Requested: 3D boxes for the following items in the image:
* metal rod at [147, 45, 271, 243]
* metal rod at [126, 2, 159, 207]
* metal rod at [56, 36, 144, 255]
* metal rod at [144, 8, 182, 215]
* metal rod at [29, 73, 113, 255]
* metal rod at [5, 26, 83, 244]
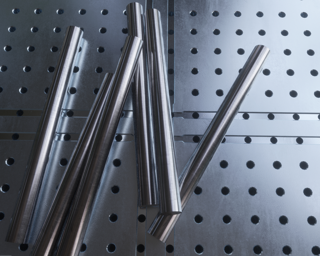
[{"bbox_3d":[0.073,0.008,0.409,0.025,0.025,0.300,29,72,10],"label":"metal rod"},{"bbox_3d":[-0.026,-0.045,0.428,0.025,0.025,0.299,-5,70,-2],"label":"metal rod"},{"bbox_3d":[-0.072,0.020,0.390,0.025,0.025,0.299,14,76,5],"label":"metal rod"},{"bbox_3d":[0.000,-0.039,0.412,0.025,0.025,0.299,-4,65,-2],"label":"metal rod"},{"bbox_3d":[-0.109,0.063,0.388,0.025,0.025,0.300,16,71,6],"label":"metal rod"},{"bbox_3d":[-0.148,-0.006,0.413,0.025,0.025,0.299,7,70,3],"label":"metal rod"}]
